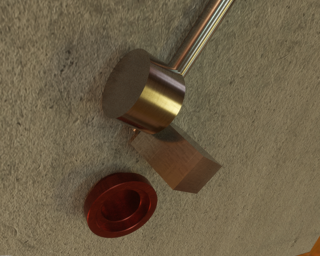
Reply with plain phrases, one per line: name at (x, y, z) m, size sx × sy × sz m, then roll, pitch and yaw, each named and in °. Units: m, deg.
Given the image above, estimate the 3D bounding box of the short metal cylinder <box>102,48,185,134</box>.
short metal cylinder at (-0.019, -0.039, 0.338) m, size 0.050 × 0.080 × 0.080 m, roll 25°, pitch 105°, yaw -37°

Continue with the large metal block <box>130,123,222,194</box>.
large metal block at (0.023, 0.034, 0.391) m, size 0.050 × 0.080 × 0.080 m, roll -49°, pitch 151°, yaw 6°

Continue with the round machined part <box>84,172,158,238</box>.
round machined part at (-0.057, 0.101, 0.429) m, size 0.099 × 0.042 × 0.097 m, roll -14°, pitch 125°, yaw -21°

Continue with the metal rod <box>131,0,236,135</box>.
metal rod at (0.053, -0.118, 0.364) m, size 0.025 × 0.025 × 0.299 m, roll 25°, pitch 105°, yaw -37°
